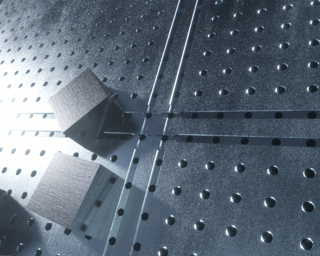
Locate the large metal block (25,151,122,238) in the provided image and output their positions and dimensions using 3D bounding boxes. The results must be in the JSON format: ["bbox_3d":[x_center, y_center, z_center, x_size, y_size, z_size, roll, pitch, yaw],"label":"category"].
[{"bbox_3d":[-0.109,0.083,0.397,0.080,0.050,0.080,10,67,32],"label":"large metal block"}]

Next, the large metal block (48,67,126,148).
[{"bbox_3d":[-0.111,-0.031,0.468,0.080,0.050,0.080,-39,51,1],"label":"large metal block"}]

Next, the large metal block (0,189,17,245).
[{"bbox_3d":[-0.265,0.137,0.444,0.080,0.050,0.080,-41,51,0],"label":"large metal block"}]
